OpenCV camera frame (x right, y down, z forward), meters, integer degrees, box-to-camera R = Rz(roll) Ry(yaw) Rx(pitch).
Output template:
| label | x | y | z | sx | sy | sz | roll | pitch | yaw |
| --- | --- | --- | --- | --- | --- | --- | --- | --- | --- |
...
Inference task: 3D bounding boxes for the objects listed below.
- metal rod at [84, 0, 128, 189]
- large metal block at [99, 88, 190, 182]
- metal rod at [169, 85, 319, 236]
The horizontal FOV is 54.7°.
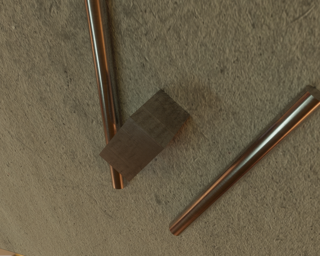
| label | x | y | z | sx | sy | sz | roll | pitch | yaw |
| --- | --- | --- | --- | --- | --- | --- | --- | --- | --- |
| metal rod | -0.070 | -0.038 | 0.419 | 0.025 | 0.025 | 0.298 | 11 | 123 | 22 |
| large metal block | -0.018 | 0.008 | 0.386 | 0.050 | 0.080 | 0.080 | 43 | 129 | -1 |
| metal rod | 0.090 | 0.063 | 0.398 | 0.025 | 0.025 | 0.298 | 37 | 129 | 4 |
